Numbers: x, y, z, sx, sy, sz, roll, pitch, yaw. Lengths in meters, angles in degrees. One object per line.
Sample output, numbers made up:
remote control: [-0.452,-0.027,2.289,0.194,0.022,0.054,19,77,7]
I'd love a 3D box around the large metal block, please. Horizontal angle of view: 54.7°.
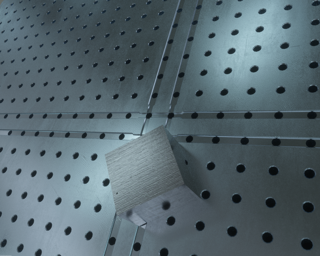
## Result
large metal block: [-0.011,0.056,0.362,0.080,0.050,0.080,-27,53,10]
